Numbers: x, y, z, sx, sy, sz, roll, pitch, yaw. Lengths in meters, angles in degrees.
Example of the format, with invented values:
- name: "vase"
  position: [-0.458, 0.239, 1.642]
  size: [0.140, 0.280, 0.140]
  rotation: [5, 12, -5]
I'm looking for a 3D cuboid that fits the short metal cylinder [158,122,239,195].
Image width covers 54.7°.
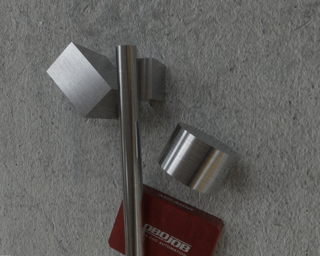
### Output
- name: "short metal cylinder"
  position: [0.045, 0.034, 0.364]
  size: [0.080, 0.080, 0.050]
  rotation: [31, 100, 17]

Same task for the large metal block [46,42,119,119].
- name: "large metal block"
  position: [-0.085, -0.058, 0.409]
  size: [0.050, 0.080, 0.080]
  rotation: [-44, 77, 14]

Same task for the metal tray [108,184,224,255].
- name: "metal tray"
  position: [0.006, 0.138, 0.404]
  size: [0.130, 0.030, 0.089]
  rotation: [21, 97, 18]

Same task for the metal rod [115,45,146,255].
- name: "metal rod"
  position: [-0.034, 0.054, 0.375]
  size: [0.025, 0.025, 0.298]
  rotation: [-1, 95, 19]

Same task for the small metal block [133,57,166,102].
- name: "small metal block"
  position: [-0.013, -0.060, 0.399]
  size: [0.025, 0.050, 0.050]
  rotation: [0, 90, 20]
